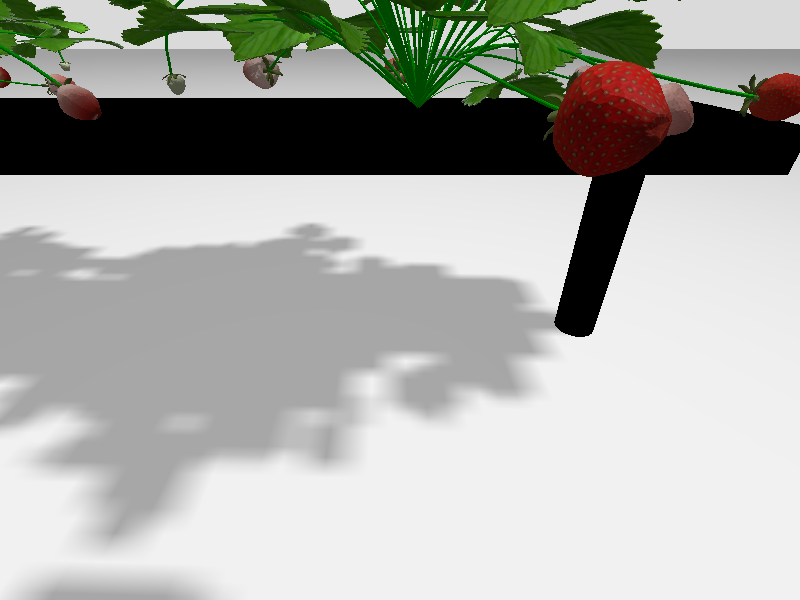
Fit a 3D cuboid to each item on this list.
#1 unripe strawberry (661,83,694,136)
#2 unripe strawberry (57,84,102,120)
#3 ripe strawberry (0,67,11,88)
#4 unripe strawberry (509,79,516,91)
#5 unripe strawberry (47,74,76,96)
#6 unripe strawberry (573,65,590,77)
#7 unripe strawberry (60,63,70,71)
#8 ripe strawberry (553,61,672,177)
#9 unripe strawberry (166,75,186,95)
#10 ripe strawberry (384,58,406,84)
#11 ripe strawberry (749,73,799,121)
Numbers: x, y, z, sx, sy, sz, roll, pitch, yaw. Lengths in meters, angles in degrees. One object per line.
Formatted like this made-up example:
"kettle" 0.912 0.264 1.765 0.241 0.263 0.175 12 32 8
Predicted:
"unripe strawberry" 0.142 -0.099 0.213 0.028 0.027 0.026 39 48 24
"unripe strawberry" -0.207 -0.127 0.260 0.020 0.023 0.023 -42 12 34
"ripe strawberry" -0.429 -0.239 0.429 0.018 0.021 0.020 1 20 2
"unripe strawberry" 0.116 -0.219 0.407 0.011 0.012 0.012 27 42 34
"unripe strawberry" -0.307 -0.195 0.364 0.020 0.020 0.019 -14 36 -22
"unripe strawberry" 0.184 -0.219 0.398 0.025 0.024 0.023 -18 37 -26
"unripe strawberry" -0.409 -0.285 0.489 0.009 0.010 0.010 4 34 6
"ripe strawberry" 0.083 -0.068 0.154 0.039 0.041 0.042 -11 36 -17
"unripe strawberry" -0.194 -0.187 0.348 0.016 0.015 0.014 7 34 10
"ripe strawberry" -0.003 -0.253 0.445 0.030 0.027 0.027 -3 24 -5
"ripe strawberry" 0.241 -0.128 0.252 0.031 0.027 0.031 10 35 14
